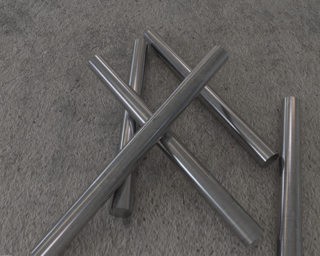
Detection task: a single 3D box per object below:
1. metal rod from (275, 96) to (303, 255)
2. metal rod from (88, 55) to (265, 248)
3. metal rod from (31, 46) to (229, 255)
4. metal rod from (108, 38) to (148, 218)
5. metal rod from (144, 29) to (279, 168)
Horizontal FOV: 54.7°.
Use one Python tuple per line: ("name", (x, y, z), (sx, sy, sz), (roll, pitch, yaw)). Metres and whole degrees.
("metal rod", (0.142, 0.075, 0.340), (0.025, 0.025, 0.300), (12, 51, 10))
("metal rod", (0.003, 0.010, 0.370), (0.025, 0.025, 0.300), (-31, 64, -23))
("metal rod", (-0.020, 0.017, 0.341), (0.025, 0.025, 0.301), (33, 72, 24))
("metal rod", (-0.037, -0.025, 0.423), (0.025, 0.025, 0.300), (1, 50, 1))
("metal rod", (0.057, -0.060, 0.453), (0.025, 0.025, 0.300), (-24, 54, -19))
